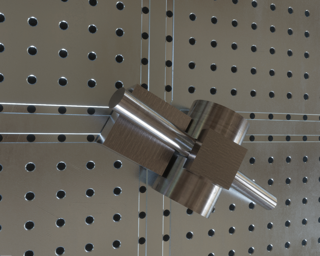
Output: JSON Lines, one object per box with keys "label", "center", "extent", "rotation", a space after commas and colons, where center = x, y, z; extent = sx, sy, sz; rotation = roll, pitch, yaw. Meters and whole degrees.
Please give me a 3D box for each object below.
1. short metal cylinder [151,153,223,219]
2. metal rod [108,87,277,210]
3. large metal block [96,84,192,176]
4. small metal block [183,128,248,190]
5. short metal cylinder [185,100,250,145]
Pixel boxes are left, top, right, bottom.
{"label": "short metal cylinder", "center": [0.036, 0.073, 0.393], "extent": [0.080, 0.080, 0.050], "rotation": [31, 80, -18]}
{"label": "metal rod", "center": [0.061, 0.041, 0.390], "extent": [0.301, 0.025, 0.025], "rotation": [34, 79, -33]}
{"label": "large metal block", "center": [-0.021, 0.003, 0.386], "extent": [0.080, 0.050, 0.080], "rotation": [31, 80, -18]}
{"label": "small metal block", "center": [0.062, 0.035, 0.348], "extent": [0.050, 0.025, 0.050], "rotation": [29, 80, -9]}
{"label": "short metal cylinder", "center": [0.070, 0.004, 0.406], "extent": [0.080, 0.080, 0.050], "rotation": [29, 81, -18]}
